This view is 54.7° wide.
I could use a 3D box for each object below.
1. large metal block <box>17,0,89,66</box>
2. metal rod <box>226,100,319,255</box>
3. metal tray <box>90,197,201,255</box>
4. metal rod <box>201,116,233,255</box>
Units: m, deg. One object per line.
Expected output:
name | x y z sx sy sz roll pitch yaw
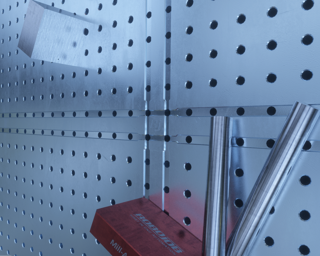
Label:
large metal block | -0.178 -0.156 0.517 0.050 0.081 0.079 38 113 33
metal rod | 0.091 0.113 0.333 0.025 0.025 0.298 32 109 35
metal tray | -0.010 0.138 0.373 0.130 0.091 0.030 30 109 35
metal rod | 0.057 0.136 0.330 0.025 0.025 0.298 -1 80 39
